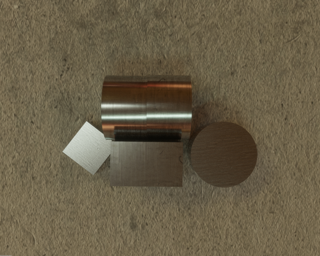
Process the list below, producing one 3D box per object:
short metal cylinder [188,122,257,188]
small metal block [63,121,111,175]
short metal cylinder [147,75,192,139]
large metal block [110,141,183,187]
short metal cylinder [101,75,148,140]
[{"bbox_3d":[0.077,0.032,0.399,0.081,0.050,0.079,0,90,0],"label":"short metal cylinder"},{"bbox_3d":[-0.090,0.026,0.411,0.050,0.025,0.050,38,90,0],"label":"small metal block"},{"bbox_3d":[0.010,-0.025,0.384,0.050,0.080,0.079,1,90,0],"label":"short metal cylinder"},{"bbox_3d":[-0.015,0.040,0.384,0.081,0.080,0.050,1,90,0],"label":"large metal block"},{"bbox_3d":[-0.040,-0.025,0.384,0.050,0.080,0.079,1,90,0],"label":"short metal cylinder"}]
